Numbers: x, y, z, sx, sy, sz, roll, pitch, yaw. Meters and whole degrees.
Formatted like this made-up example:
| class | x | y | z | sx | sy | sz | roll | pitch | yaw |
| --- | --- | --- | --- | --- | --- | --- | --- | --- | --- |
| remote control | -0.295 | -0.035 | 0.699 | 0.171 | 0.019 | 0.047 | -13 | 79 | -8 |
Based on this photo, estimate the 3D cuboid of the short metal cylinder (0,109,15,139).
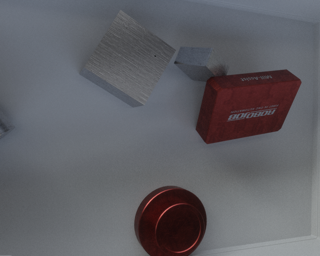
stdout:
| class | x | y | z | sx | sy | sz | roll | pitch | yaw |
| --- | --- | --- | --- | --- | --- | --- | --- | --- | --- |
| short metal cylinder | -0.196 | 0.004 | 0.309 | 0.080 | 0.080 | 0.050 | -40 | 103 | -16 |

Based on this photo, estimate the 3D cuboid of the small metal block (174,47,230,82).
| class | x | y | z | sx | sy | sz | roll | pitch | yaw |
| --- | --- | --- | --- | --- | --- | --- | --- | --- | --- |
| small metal block | 0.056 | -0.083 | 0.409 | 0.050 | 0.050 | 0.025 | 30 | 79 | -50 |

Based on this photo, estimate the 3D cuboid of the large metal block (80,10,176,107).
| class | x | y | z | sx | sy | sz | roll | pitch | yaw |
| --- | --- | --- | --- | --- | --- | --- | --- | --- | --- |
| large metal block | -0.041 | -0.081 | 0.383 | 0.080 | 0.050 | 0.080 | 32 | 79 | -18 |

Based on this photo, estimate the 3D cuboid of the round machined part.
| class | x | y | z | sx | sy | sz | roll | pitch | yaw |
| --- | --- | --- | --- | --- | --- | --- | --- | --- | --- |
| round machined part | 0.019 | 0.129 | 0.410 | 0.099 | 0.042 | 0.097 | 0 | 90 | -21 |

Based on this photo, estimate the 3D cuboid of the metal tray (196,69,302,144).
| class | x | y | z | sx | sy | sz | roll | pitch | yaw |
| --- | --- | --- | --- | --- | --- | --- | --- | --- | --- |
| metal tray | 0.121 | -0.030 | 0.428 | 0.131 | 0.030 | 0.089 | -9 | 131 | -20 |
